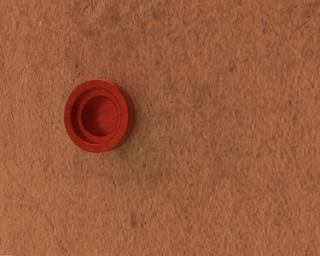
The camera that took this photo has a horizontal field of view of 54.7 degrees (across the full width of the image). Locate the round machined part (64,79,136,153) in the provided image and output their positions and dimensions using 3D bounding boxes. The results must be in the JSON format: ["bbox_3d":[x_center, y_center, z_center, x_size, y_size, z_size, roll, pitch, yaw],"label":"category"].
[{"bbox_3d":[-0.078,-0.016,0.426,0.098,0.042,0.097,0,90,19],"label":"round machined part"}]
